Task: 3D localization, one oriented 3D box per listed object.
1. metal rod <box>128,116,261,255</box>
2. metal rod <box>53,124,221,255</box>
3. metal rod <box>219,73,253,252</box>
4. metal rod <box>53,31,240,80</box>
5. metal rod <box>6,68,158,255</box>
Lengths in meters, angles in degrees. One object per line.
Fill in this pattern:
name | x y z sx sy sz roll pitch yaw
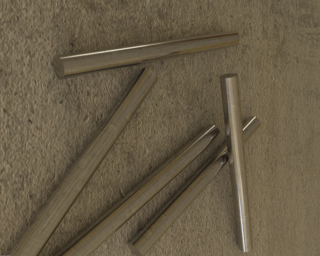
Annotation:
metal rod | 0.067 0.070 0.461 0.302 0.025 0.025 -39 114 -33
metal rod | -0.019 0.080 0.388 0.302 0.025 0.025 -37 113 -34
metal rod | 0.120 0.065 0.475 0.025 0.025 0.298 -27 116 -37
metal rod | 0.008 -0.104 0.410 0.302 0.025 0.025 -20 103 -38
metal rod | -0.086 0.050 0.332 0.025 0.025 0.300 47 62 -30
